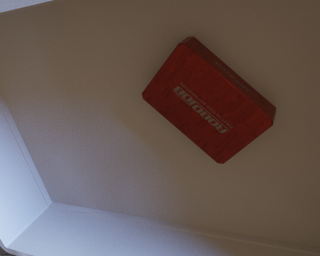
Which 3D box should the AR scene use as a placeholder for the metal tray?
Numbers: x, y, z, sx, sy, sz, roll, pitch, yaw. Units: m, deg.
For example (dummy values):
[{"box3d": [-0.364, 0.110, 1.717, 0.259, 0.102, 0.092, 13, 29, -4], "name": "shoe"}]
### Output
[{"box3d": [0.054, -0.029, 0.358, 0.130, 0.030, 0.090, 41, 129, -1], "name": "metal tray"}]
